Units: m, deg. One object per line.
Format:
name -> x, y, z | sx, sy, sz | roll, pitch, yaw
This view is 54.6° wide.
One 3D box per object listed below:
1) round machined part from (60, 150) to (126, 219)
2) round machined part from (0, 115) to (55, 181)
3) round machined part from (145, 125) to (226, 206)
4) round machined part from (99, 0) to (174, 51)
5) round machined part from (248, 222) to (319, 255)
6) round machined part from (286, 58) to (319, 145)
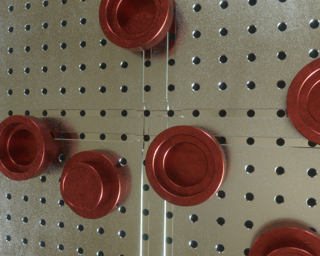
round machined part -> -0.101, 0.081, 0.440 | 0.098, 0.042, 0.097 | 0, 90, 20
round machined part -> -0.203, 0.029, 0.476 | 0.098, 0.042, 0.097 | 0, 90, 20
round machined part -> 0.035, 0.045, 0.392 | 0.098, 0.042, 0.097 | 0, 90, 20
round machined part -> -0.028, -0.151, 0.414 | 0.098, 0.042, 0.097 | 0, 90, 20
round machined part -> 0.150, 0.162, 0.351 | 0.098, 0.042, 0.097 | 0, 90, 20
round machined part -> 0.190, -0.028, 0.336 | 0.098, 0.042, 0.097 | 0, 90, 20
